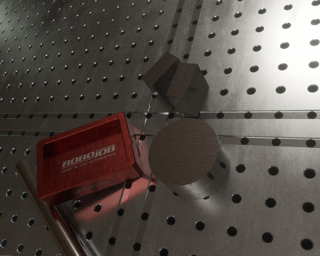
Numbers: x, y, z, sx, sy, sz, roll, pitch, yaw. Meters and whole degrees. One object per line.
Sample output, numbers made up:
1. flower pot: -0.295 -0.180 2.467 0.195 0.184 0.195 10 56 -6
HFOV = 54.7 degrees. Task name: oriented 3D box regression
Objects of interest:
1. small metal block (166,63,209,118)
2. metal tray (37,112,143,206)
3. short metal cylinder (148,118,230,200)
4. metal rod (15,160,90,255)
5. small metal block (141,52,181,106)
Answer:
1. small metal block: 0.037 -0.048 0.401 0.025 0.050 0.050 10 67 32
2. metal tray: -0.097 0.040 0.414 0.131 0.030 0.090 -19 54 3
3. short metal cylinder: 0.034 0.035 0.352 0.080 0.050 0.080 -13 56 21
4. metal rod: -0.120 0.133 0.387 0.025 0.025 0.300 -47 52 -5
5. small metal block: 0.010 -0.067 0.427 0.050 0.050 0.025 -47 52 -5
